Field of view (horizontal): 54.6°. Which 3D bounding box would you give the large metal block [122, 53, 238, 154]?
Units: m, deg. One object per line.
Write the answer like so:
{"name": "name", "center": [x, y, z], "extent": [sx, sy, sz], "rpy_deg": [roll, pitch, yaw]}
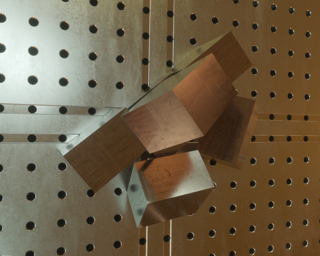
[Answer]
{"name": "large metal block", "center": [0.021, -0.025, 0.324], "extent": [0.050, 0.080, 0.080], "rpy_deg": [54, 49, -12]}

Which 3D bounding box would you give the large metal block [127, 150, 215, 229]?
{"name": "large metal block", "center": [0.009, 0.076, 0.379], "extent": [0.081, 0.080, 0.050], "rpy_deg": [-9, 57, -20]}

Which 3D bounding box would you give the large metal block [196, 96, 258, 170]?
{"name": "large metal block", "center": [0.091, 0.007, 0.409], "extent": [0.050, 0.080, 0.080], "rpy_deg": [17, 83, 22]}

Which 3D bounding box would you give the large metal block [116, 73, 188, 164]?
{"name": "large metal block", "center": [0.000, -0.011, 0.400], "extent": [0.080, 0.050, 0.080], "rpy_deg": [-41, 103, -15]}

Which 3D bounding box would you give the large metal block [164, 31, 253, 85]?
{"name": "large metal block", "center": [0.056, -0.073, 0.404], "extent": [0.080, 0.080, 0.050], "rpy_deg": [-41, 104, -15]}

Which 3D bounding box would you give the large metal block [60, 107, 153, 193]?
{"name": "large metal block", "center": [-0.065, 0.022, 0.358], "extent": [0.080, 0.080, 0.050], "rpy_deg": [-40, 103, -16]}
